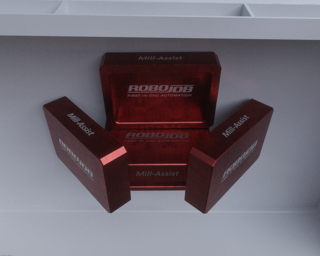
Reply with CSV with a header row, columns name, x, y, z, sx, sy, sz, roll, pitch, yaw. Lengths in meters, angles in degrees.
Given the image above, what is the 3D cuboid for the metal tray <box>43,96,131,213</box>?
name,x,y,z,sx,sy,sz,roll,pitch,yaw
metal tray,-0.088,0.030,0.371,0.030,0.130,0.089,-30,139,-31

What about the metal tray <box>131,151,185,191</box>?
name,x,y,z,sx,sy,sz,roll,pitch,yaw
metal tray,-0.003,0.050,0.444,0.131,0.030,0.089,0,130,-1

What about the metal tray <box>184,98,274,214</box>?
name,x,y,z,sx,sy,sz,roll,pitch,yaw
metal tray,0.084,0.031,0.374,0.030,0.131,0.089,31,138,30

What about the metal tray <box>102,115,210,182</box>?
name,x,y,z,sx,sy,sz,roll,pitch,yaw
metal tray,-0.004,0.022,0.383,0.131,0.090,0.030,0,130,-1

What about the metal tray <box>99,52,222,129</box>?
name,x,y,z,sx,sy,sz,roll,pitch,yaw
metal tray,0.001,-0.042,0.367,0.131,0.030,0.089,-1,131,-1
